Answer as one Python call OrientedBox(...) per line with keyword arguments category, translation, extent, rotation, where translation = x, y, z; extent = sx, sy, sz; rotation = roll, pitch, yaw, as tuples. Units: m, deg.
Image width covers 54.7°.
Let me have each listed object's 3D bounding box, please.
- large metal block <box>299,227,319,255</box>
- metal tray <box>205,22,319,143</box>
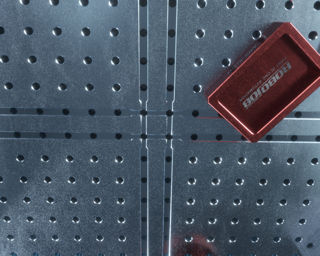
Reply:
OrientedBox(category="large metal block", translation=(0.279, 0.192, 0.473), extent=(0.080, 0.050, 0.080), rotation=(28, 108, -10))
OrientedBox(category="metal tray", translation=(0.134, -0.055, 0.391), extent=(0.090, 0.030, 0.130), rotation=(41, 105, -14))
